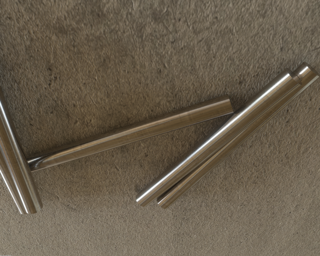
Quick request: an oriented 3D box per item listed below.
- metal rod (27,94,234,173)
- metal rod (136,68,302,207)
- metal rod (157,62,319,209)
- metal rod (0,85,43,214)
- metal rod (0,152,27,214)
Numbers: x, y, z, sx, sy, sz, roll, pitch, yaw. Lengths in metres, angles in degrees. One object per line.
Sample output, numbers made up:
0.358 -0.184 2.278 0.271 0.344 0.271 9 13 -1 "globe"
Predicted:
-0.053 0.012 0.416 0.301 0.025 0.025 -17 128 13 "metal rod"
0.059 0.030 0.423 0.025 0.025 0.299 29 127 -23 "metal rod"
0.089 0.028 0.431 0.025 0.025 0.298 27 125 -21 "metal rod"
-0.193 -0.005 0.379 0.025 0.025 0.298 -2 124 1 "metal rod"
-0.223 0.021 0.422 0.025 0.025 0.298 0 130 0 "metal rod"
